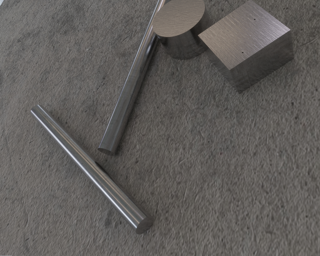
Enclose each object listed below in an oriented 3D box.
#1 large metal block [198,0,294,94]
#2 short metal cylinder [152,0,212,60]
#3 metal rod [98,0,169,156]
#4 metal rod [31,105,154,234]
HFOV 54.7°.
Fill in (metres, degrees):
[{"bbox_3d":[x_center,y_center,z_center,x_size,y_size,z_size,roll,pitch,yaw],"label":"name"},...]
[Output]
[{"bbox_3d":[0.108,-0.104,0.395,0.080,0.050,0.080,-34,51,6],"label":"large metal block"},{"bbox_3d":[0.036,-0.149,0.460,0.080,0.050,0.080,-13,56,21],"label":"short metal cylinder"},{"bbox_3d":[-0.030,-0.099,0.479,0.025,0.025,0.300,4,64,30],"label":"metal rod"},{"bbox_3d":[-0.113,0.040,0.438,0.025,0.025,0.300,-49,52,-7],"label":"metal rod"}]
